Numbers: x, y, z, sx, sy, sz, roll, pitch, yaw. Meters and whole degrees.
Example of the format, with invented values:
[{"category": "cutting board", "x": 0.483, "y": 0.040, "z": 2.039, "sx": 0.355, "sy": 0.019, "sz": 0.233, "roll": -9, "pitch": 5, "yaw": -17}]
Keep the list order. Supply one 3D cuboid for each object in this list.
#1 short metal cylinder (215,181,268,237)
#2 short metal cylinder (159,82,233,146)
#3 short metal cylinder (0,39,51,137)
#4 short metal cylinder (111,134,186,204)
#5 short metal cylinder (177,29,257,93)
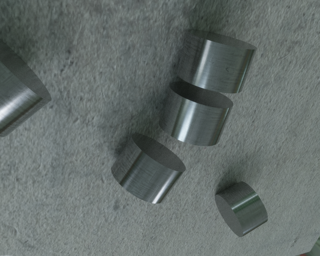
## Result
[{"category": "short metal cylinder", "x": 0.139, "y": 0.140, "z": 0.537, "sx": 0.050, "sy": 0.080, "sz": 0.080, "roll": -26, "pitch": 128, "yaw": -13}, {"category": "short metal cylinder", "x": 0.044, "y": -0.019, "z": 0.385, "sx": 0.081, "sy": 0.080, "sz": 0.050, "roll": 2, "pitch": 117, "yaw": -30}, {"category": "short metal cylinder", "x": -0.143, "y": -0.039, "z": 0.270, "sx": 0.050, "sy": 0.080, "sz": 0.080, "roll": -40, "pitch": 130, "yaw": -2}, {"category": "short metal cylinder", "x": -0.015, "y": 0.050, "z": 0.396, "sx": 0.080, "sy": 0.080, "sz": 0.050, "roll": 24, "pitch": 105, "yaw": -37}, {"category": "short metal cylinder", "x": 0.064, "y": -0.079, "z": 0.359, "sx": 0.081, "sy": 0.080, "sz": 0.050, "roll": -1, "pitch": 119, "yaw": -29}]
